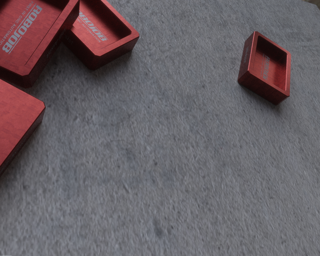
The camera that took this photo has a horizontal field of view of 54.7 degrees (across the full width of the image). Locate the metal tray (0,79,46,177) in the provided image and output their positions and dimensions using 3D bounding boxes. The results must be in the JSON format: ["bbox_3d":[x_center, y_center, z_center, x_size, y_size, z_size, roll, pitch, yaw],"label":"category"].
[{"bbox_3d":[-0.185,0.007,0.297,0.090,0.030,0.130,30,52,-10],"label":"metal tray"}]

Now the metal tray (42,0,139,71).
[{"bbox_3d":[-0.105,-0.151,0.437,0.130,0.030,0.091,46,51,3],"label":"metal tray"}]

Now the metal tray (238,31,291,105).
[{"bbox_3d":[0.198,-0.114,0.580,0.090,0.030,0.130,28,52,-11],"label":"metal tray"}]

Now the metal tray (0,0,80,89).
[{"bbox_3d":[-0.164,-0.121,0.362,0.090,0.030,0.130,25,65,-7],"label":"metal tray"}]
